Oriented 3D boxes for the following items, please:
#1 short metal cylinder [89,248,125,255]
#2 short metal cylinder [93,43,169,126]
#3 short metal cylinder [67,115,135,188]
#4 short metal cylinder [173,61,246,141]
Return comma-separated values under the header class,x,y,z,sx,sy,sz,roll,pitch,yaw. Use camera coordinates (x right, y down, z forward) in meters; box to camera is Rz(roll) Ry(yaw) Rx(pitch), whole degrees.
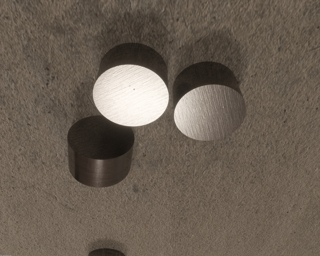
class,x,y,z,sx,sy,sz,roll,pitch,yaw
short metal cylinder,-0.112,0.292,0.638,0.081,0.050,0.079,0,130,0
short metal cylinder,-0.031,-0.048,0.349,0.081,0.050,0.079,0,130,0
short metal cylinder,-0.075,0.028,0.394,0.081,0.080,0.050,7,130,-6
short metal cylinder,0.056,-0.031,0.365,0.081,0.050,0.079,0,130,0
